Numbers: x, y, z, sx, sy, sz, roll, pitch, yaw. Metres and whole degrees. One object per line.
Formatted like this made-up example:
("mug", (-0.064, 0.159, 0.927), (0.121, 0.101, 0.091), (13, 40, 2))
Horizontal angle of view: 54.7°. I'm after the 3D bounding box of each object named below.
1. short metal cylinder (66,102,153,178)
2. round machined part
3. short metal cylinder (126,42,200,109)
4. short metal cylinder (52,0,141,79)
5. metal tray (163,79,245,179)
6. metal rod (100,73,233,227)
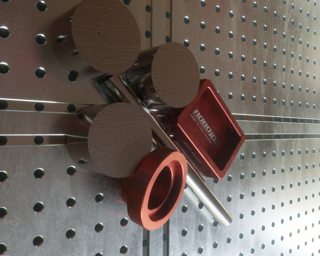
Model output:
("short metal cylinder", (-0.056, 0.013, 0.346), (0.081, 0.050, 0.080), (0, 90, -40))
("round machined part", (-0.009, 0.069, 0.376), (0.099, 0.042, 0.097), (-34, 133, -47))
("short metal cylinder", (0.005, -0.065, 0.396), (0.081, 0.050, 0.080), (0, 90, -40))
("short metal cylinder", (-0.068, -0.095, 0.335), (0.081, 0.050, 0.080), (0, 90, -40))
("metal tray", (0.071, 0.003, 0.464), (0.130, 0.030, 0.090), (51, 61, -28))
("metal rod", (0.023, 0.043, 0.429), (0.300, 0.025, 0.025), (52, 60, -27))
